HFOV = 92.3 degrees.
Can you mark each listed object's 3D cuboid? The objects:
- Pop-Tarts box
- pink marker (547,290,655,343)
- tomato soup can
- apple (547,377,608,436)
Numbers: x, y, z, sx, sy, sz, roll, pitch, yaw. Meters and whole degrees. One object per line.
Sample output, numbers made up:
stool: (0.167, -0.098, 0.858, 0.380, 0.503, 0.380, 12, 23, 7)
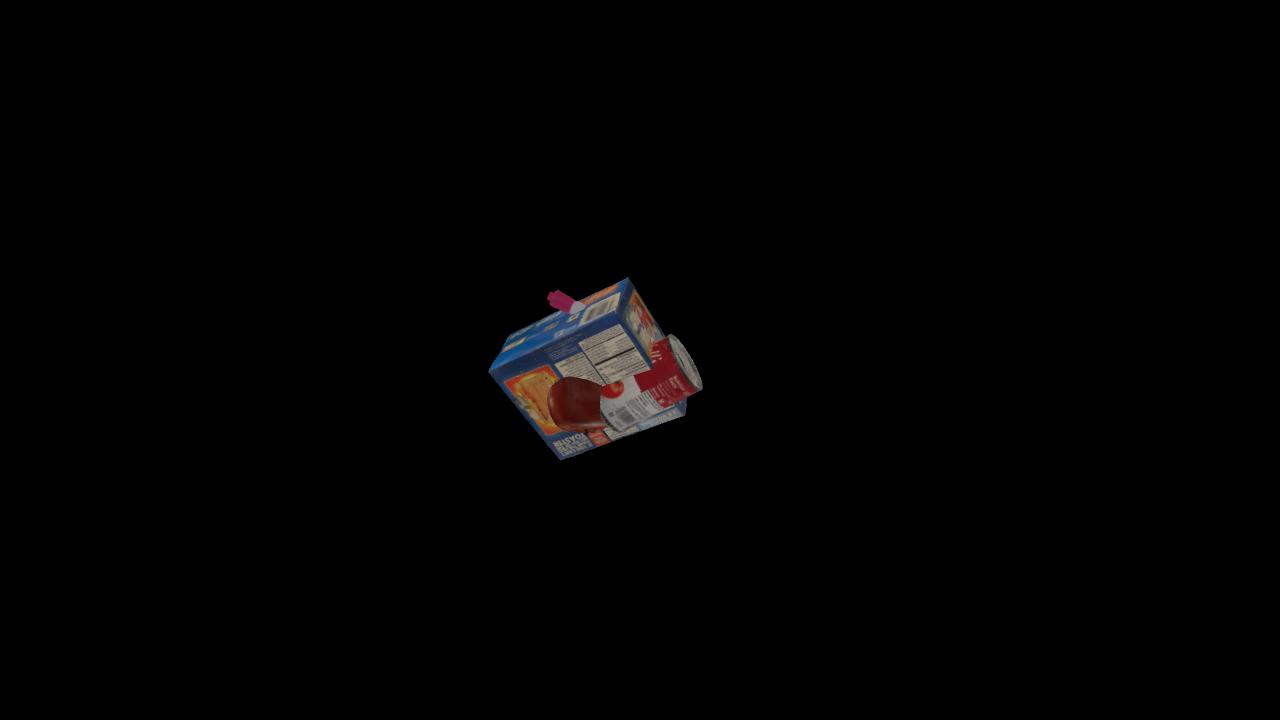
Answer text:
Pop-Tarts box: (-0.052, 0.014, 0.676, 0.167, 0.141, 0.083, -23, 26, 25)
pink marker: (-0.042, -0.041, 0.644, 0.121, 0.020, 0.020, 26, 2, 4)
tomato soup can: (0.006, 0.026, 0.648, 0.101, 0.068, 0.068, -30, -9, 15)
apple: (-0.060, 0.036, 0.662, 0.079, 0.093, 0.079, -6, -14, -2)
